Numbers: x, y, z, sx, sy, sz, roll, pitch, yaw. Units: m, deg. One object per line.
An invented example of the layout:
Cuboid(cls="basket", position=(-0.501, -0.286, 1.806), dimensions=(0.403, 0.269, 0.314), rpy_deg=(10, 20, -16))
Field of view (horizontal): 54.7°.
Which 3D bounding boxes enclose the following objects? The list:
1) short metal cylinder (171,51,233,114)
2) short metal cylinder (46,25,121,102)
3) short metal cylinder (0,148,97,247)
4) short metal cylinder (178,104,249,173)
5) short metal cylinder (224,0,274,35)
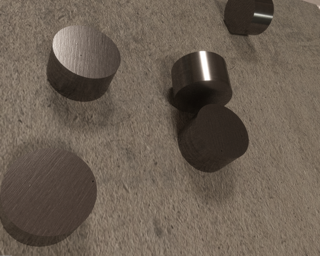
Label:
Cuboid(cls="short metal cylinder", position=(0.058, -0.063, 0.440), dimensions=(0.081, 0.080, 0.050), rpy_deg=(10, 58, -23))
Cuboid(cls="short metal cylinder", position=(-0.096, -0.080, 0.386), dimensions=(0.081, 0.050, 0.080), rpy_deg=(14, 56, -21))
Cuboid(cls="short metal cylinder", position=(-0.106, 0.065, 0.292), dimensions=(0.081, 0.050, 0.080), rpy_deg=(14, 56, -21))
Cuboid(cls="short metal cylinder", position=(0.072, 0.014, 0.420), dimensions=(0.081, 0.050, 0.080), rpy_deg=(14, 56, -21))
Cuboid(cls="short metal cylinder", position=(0.171, -0.223, 0.599), dimensions=(0.050, 0.080, 0.080), rpy_deg=(-5, 64, -31))
